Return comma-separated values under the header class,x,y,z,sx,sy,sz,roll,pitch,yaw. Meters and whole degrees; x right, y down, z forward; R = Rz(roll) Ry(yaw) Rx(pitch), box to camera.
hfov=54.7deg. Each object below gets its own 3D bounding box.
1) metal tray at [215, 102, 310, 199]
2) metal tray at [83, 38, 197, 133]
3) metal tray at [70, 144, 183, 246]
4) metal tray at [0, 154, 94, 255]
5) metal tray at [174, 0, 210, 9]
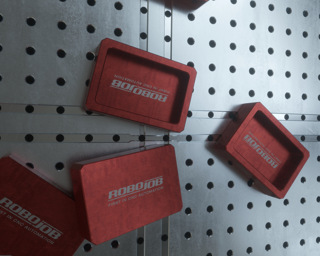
class,x,y,z,sx,sy,sz,roll,pitch,yaw
metal tray,0.157,0.034,0.469,0.130,0.030,0.090,41,77,-16
metal tray,-0.024,-0.051,0.401,0.131,0.030,0.090,15,85,-20
metal tray,-0.036,0.075,0.379,0.131,0.030,0.089,-11,94,-36
metal tray,-0.150,0.102,0.355,0.130,0.030,0.090,40,77,-16
metal tray,0.035,-0.243,0.424,0.091,0.030,0.129,13,85,-20
